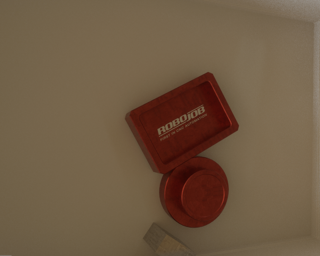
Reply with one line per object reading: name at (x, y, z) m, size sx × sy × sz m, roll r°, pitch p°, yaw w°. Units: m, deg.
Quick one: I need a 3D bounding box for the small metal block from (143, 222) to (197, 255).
small metal block at (0.011, 0.154, 0.403) m, size 0.050 × 0.050 × 0.025 m, roll 38°, pitch 78°, yaw -17°

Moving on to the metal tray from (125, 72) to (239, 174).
metal tray at (0.031, -0.008, 0.415) m, size 0.131 × 0.030 × 0.090 m, roll -29°, pitch 94°, yaw -18°

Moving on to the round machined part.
round machined part at (0.052, 0.088, 0.422) m, size 0.099 × 0.042 × 0.097 m, roll 0°, pitch 90°, yaw -21°
